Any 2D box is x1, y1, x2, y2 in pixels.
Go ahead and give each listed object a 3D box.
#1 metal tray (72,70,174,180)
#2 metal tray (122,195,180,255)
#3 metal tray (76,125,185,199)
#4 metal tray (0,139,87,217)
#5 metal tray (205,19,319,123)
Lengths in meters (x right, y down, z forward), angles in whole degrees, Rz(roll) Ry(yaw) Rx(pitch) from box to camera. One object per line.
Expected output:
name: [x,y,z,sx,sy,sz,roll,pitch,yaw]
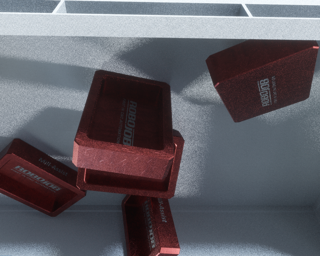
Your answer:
metal tray: [-0.034,-0.010,0.331,0.091,0.130,0.030,10,129,-9]
metal tray: [-0.019,0.141,0.456,0.030,0.130,0.089,15,127,-27]
metal tray: [-0.040,0.042,0.417,0.131,0.030,0.089,8,104,-7]
metal tray: [-0.188,0.080,0.471,0.090,0.030,0.130,-36,122,26]
metal tray: [0.108,-0.050,0.324,0.090,0.030,0.130,-20,159,16]
